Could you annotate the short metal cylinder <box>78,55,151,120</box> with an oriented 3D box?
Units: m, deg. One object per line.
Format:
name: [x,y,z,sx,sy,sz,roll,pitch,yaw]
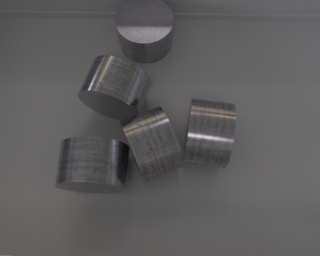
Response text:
short metal cylinder: [-0.057,-0.049,0.398,0.080,0.080,0.050,17,71,6]

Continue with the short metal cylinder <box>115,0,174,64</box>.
short metal cylinder: [-0.021,-0.141,0.448,0.081,0.050,0.080,0,70,0]

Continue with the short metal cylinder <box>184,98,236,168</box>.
short metal cylinder: [0.058,0.006,0.378,0.050,0.080,0.080,8,70,3]

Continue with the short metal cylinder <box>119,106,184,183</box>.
short metal cylinder: [-0.011,0.020,0.373,0.050,0.080,0.080,-22,72,-8]

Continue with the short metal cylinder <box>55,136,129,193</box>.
short metal cylinder: [-0.078,0.046,0.363,0.080,0.080,0.050,1,70,0]
